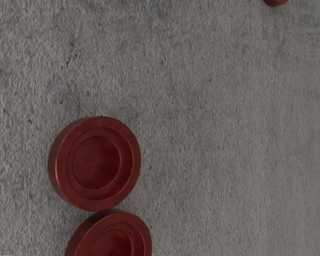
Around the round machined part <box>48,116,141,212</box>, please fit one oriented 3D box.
[{"bbox_3d":[-0.072,0.036,0.333,0.099,0.042,0.097,0,90,-40],"label":"round machined part"}]

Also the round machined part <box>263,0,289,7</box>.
[{"bbox_3d":[0.225,-0.283,0.581,0.099,0.042,0.097,0,90,-40],"label":"round machined part"}]

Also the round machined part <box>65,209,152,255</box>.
[{"bbox_3d":[-0.060,0.138,0.344,0.099,0.042,0.097,0,90,-40],"label":"round machined part"}]
